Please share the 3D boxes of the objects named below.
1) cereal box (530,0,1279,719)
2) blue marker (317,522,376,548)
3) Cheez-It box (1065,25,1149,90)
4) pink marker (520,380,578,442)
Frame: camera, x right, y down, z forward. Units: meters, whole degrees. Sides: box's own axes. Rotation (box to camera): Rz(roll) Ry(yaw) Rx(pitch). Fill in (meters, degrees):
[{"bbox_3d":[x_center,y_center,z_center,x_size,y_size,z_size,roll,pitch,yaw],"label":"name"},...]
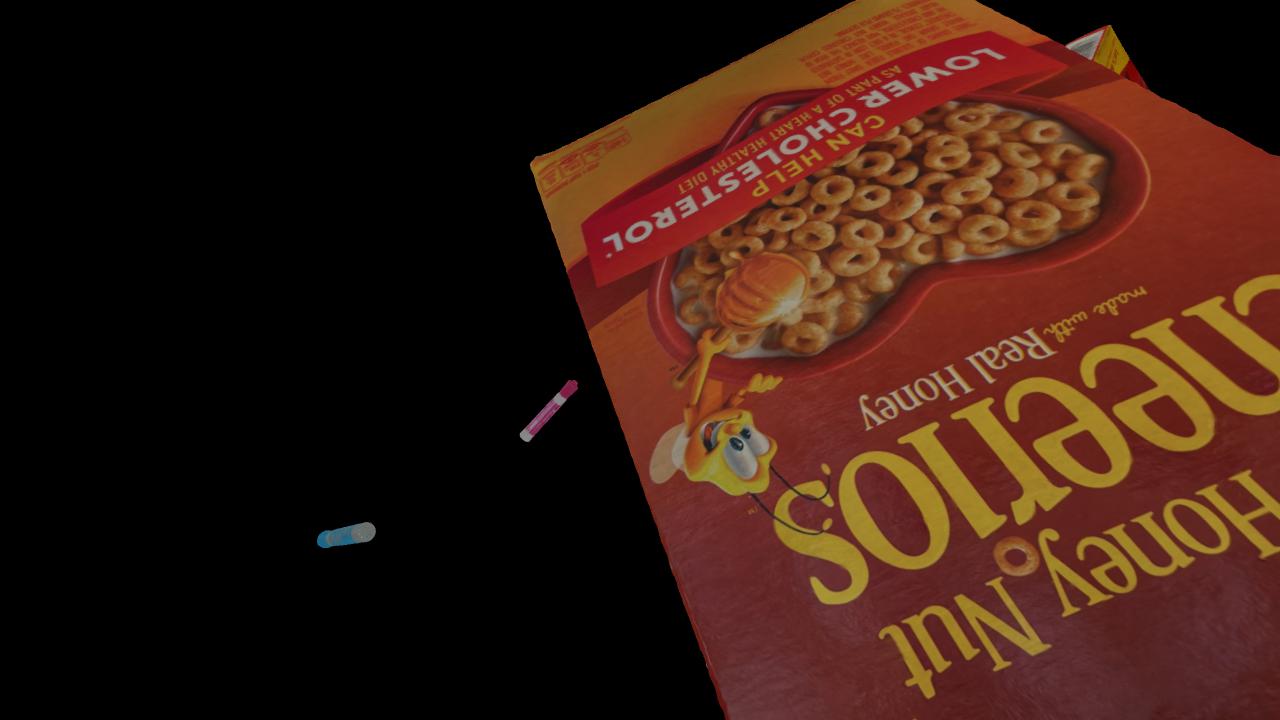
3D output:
[{"bbox_3d":[0.092,-0.008,0.208,0.203,0.306,0.081,-25,-41,3],"label":"cereal box"},{"bbox_3d":[-0.306,0.182,0.636,0.020,0.020,0.121,0,-15,-46],"label":"blue marker"},{"bbox_3d":[0.485,-0.198,0.639,0.223,0.166,0.071,36,-18,-20],"label":"Cheez-It box"},{"bbox_3d":[-0.133,0.074,0.908,0.020,0.121,0.020,40,14,-12],"label":"pink marker"}]
